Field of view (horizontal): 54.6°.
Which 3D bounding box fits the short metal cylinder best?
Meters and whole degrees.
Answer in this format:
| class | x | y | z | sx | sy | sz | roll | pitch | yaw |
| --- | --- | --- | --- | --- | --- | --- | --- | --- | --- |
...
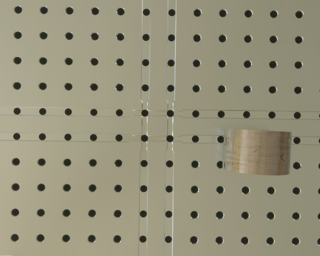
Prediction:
| class | x | y | z | sx | sy | sz | roll | pitch | yaw |
| --- | --- | --- | --- | --- | --- | --- | --- | --- | --- |
| short metal cylinder | 0.120 | 0.028 | 0.387 | 0.080 | 0.080 | 0.050 | 3 | 90 | 0 |
